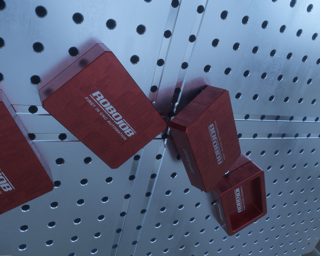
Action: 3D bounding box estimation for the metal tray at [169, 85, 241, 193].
[{"bbox_3d":[0.069,0.018,0.436,0.090,0.030,0.130,-43,132,-25],"label":"metal tray"}]

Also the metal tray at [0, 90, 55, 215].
[{"bbox_3d":[-0.182,0.033,0.329,0.091,0.030,0.129,-25,128,-13],"label":"metal tray"}]

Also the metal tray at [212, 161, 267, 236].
[{"bbox_3d":[0.148,0.132,0.569,0.090,0.030,0.129,-27,128,-11],"label":"metal tray"}]

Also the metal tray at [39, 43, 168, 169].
[{"bbox_3d":[-0.060,-0.020,0.362,0.090,0.030,0.130,-40,129,-1],"label":"metal tray"}]
